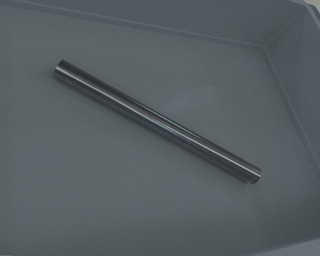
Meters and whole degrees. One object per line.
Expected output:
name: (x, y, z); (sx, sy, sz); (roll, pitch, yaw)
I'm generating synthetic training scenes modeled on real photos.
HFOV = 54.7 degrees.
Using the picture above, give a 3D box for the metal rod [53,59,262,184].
metal rod: (0.005, -0.003, 0.409); (0.301, 0.025, 0.025); (29, 52, -11)
